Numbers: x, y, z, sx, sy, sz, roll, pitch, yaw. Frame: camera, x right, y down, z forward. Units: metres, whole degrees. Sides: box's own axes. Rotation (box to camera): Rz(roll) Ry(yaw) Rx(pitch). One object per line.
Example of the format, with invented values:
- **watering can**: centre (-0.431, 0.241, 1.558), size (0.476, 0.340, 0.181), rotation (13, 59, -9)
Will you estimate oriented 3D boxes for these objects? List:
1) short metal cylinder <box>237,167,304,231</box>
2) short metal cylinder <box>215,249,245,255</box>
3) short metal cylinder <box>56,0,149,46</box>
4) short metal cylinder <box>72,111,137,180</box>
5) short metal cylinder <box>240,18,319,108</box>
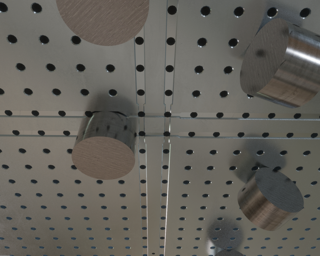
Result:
- **short metal cylinder**: centre (0.166, 0.107, 0.469), size (0.081, 0.080, 0.050), rotation (17, 128, -14)
- **short metal cylinder**: centre (0.143, 0.298, 0.632), size (0.081, 0.080, 0.050), rotation (-1, 130, 0)
- **short metal cylinder**: centre (-0.050, -0.125, 0.288), size (0.081, 0.050, 0.079), rotation (0, 130, 0)
- **short metal cylinder**: centre (-0.072, 0.024, 0.415), size (0.081, 0.050, 0.079), rotation (0, 130, 0)
- **short metal cylinder**: centre (0.127, -0.066, 0.322), size (0.050, 0.080, 0.079), rotation (17, 128, -14)
